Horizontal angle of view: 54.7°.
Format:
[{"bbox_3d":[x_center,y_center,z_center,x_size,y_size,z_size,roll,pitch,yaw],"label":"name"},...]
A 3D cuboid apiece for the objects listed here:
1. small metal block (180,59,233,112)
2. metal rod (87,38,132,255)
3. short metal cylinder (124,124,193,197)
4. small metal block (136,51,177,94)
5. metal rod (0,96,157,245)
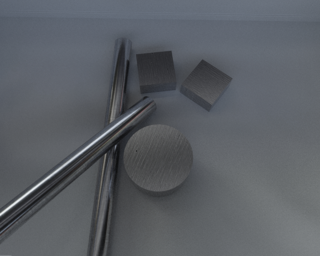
[{"bbox_3d":[0.064,-0.059,0.432,0.050,0.025,0.050,36,74,12],"label":"small metal block"},{"bbox_3d":[-0.063,0.015,0.403,0.025,0.025,0.299,4,70,1],"label":"metal rod"},{"bbox_3d":[-0.002,0.041,0.381,0.081,0.050,0.080,0,70,0],"label":"short metal cylinder"},{"bbox_3d":[-0.006,-0.079,0.438,0.050,0.025,0.050,-7,70,-3],"label":"small metal block"},{"bbox_3d":[-0.099,0.047,0.326,0.025,0.025,0.302,37,49,12],"label":"metal rod"}]
